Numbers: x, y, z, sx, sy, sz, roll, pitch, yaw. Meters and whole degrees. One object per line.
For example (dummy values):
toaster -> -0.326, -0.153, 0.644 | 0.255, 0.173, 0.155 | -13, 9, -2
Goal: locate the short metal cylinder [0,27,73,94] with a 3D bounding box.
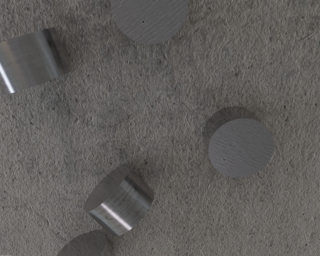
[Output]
short metal cylinder -> -0.147, -0.077, 0.351 | 0.080, 0.080, 0.050 | -16, 109, 6

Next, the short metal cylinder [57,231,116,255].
short metal cylinder -> -0.106, 0.199, 0.453 | 0.080, 0.080, 0.050 | -19, 109, 7

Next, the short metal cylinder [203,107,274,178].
short metal cylinder -> 0.100, 0.017, 0.403 | 0.081, 0.050, 0.079 | 0, 110, 0

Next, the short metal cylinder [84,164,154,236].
short metal cylinder -> -0.054, 0.095, 0.415 | 0.080, 0.080, 0.050 | -39, 106, 13

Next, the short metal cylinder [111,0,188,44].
short metal cylinder -> -0.011, -0.137, 0.346 | 0.081, 0.050, 0.079 | 0, 110, 0
